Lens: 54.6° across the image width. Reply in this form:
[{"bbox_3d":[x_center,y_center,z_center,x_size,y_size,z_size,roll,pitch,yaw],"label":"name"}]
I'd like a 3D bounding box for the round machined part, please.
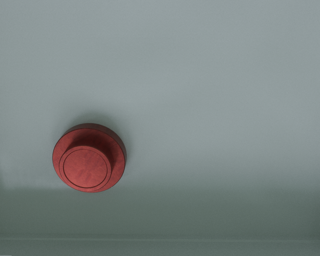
[{"bbox_3d":[-0.096,0.046,0.418,0.099,0.042,0.097,0,110,0],"label":"round machined part"}]
